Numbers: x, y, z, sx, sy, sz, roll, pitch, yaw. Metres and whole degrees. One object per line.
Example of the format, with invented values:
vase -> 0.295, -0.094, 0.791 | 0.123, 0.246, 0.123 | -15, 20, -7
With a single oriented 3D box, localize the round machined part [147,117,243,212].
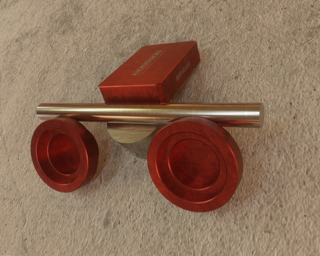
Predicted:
round machined part -> 0.039, 0.035, 0.329 | 0.098, 0.042, 0.097 | 8, 108, 26

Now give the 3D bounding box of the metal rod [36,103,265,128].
metal rod -> -0.034, -0.018, 0.369 | 0.300, 0.025, 0.025 | 2, 63, 29

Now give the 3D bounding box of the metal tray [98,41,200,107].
metal tray -> -0.010, -0.075, 0.417 | 0.090, 0.030, 0.131 | 2, 37, 29

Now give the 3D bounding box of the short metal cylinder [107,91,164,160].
short metal cylinder -> -0.021, -0.005, 0.403 | 0.080, 0.050, 0.080 | -13, 56, 20

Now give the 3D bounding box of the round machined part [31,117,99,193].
round machined part -> -0.122, 0.033, 0.415 | 0.098, 0.042, 0.097 | 6, 103, 26
